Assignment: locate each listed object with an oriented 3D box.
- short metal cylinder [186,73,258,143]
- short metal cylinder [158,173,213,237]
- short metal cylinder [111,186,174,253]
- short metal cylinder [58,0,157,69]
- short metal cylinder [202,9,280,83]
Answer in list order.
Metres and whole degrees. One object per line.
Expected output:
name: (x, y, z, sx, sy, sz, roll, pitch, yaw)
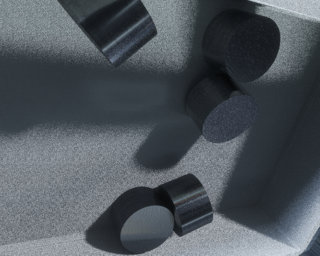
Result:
short metal cylinder: (0.082, -0.026, 0.413, 0.081, 0.050, 0.079, -15, 137, -15)
short metal cylinder: (0.037, 0.115, 0.466, 0.050, 0.080, 0.079, -19, 126, -18)
short metal cylinder: (-0.026, 0.134, 0.456, 0.081, 0.050, 0.079, -10, 115, -21)
short metal cylinder: (-0.048, -0.102, 0.285, 0.050, 0.080, 0.080, -41, 130, -1)
short metal cylinder: (0.100, -0.103, 0.386, 0.081, 0.050, 0.079, -14, 124, -21)
